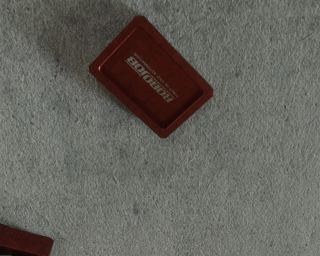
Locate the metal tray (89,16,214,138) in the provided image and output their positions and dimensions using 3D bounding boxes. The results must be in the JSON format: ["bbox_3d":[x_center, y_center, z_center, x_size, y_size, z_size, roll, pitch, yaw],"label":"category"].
[{"bbox_3d":[-0.009,-0.061,0.384,0.090,0.030,0.130,-43,105,14],"label":"metal tray"}]

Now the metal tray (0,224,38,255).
[{"bbox_3d":[-0.216,0.177,0.415,0.090,0.130,0.030,25,91,-9],"label":"metal tray"}]

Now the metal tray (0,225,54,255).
[{"bbox_3d":[-0.218,0.205,0.464,0.091,0.030,0.129,18,122,-8],"label":"metal tray"}]
